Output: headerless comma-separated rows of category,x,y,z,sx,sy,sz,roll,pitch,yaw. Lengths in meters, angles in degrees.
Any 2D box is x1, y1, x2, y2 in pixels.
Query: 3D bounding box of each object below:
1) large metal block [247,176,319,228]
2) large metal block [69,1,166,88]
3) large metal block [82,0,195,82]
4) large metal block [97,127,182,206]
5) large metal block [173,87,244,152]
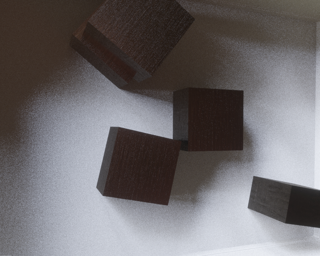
large metal block,0.189,0.107,0.451,0.081,0.080,0.050,13,86,-20
large metal block,-0.050,-0.107,0.378,0.080,0.050,0.080,41,77,-16
large metal block,-0.024,-0.109,0.335,0.080,0.050,0.080,39,78,-16
large metal block,-0.027,0.046,0.387,0.081,0.050,0.080,14,85,-20
large metal block,0.064,-0.011,0.421,0.081,0.050,0.080,0,90,-20
